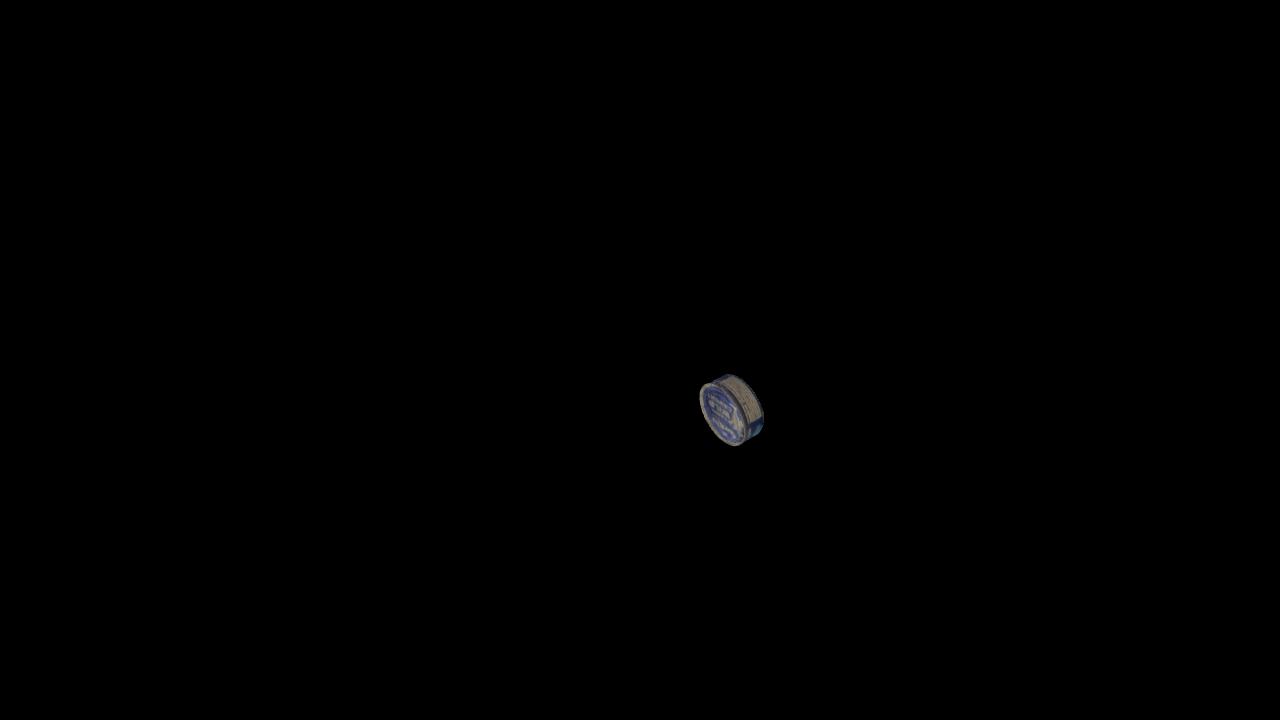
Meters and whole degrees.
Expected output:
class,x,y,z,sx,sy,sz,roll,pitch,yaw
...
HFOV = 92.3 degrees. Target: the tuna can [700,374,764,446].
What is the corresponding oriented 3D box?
class,x,y,z,sx,sy,sz,roll,pitch,yaw
tuna can,0.111,0.060,0.749,0.034,0.084,0.084,-25,11,-25
